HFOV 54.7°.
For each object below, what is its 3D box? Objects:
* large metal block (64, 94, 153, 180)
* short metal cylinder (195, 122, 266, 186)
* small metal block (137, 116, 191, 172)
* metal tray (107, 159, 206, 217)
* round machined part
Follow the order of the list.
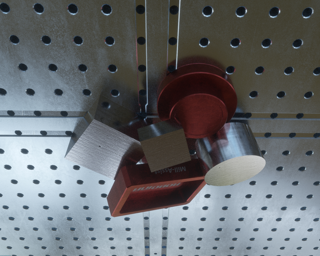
[{"bbox_3d":[-0.066,0.016,0.408,0.080,0.050,0.080,29,124,-22],"label":"large metal block"},{"bbox_3d":[0.092,0.036,0.412,0.081,0.050,0.080,-9,145,-6],"label":"short metal cylinder"},{"bbox_3d":[0.006,0.020,0.368,0.050,0.025,0.050,-17,126,0],"label":"small metal block"},{"bbox_3d":[-0.001,0.085,0.443,0.131,0.030,0.089,-2,142,-28],"label":"metal tray"},{"bbox_3d":[0.046,-0.025,0.379,0.099,0.042,0.097,0,130,0],"label":"round machined part"}]
